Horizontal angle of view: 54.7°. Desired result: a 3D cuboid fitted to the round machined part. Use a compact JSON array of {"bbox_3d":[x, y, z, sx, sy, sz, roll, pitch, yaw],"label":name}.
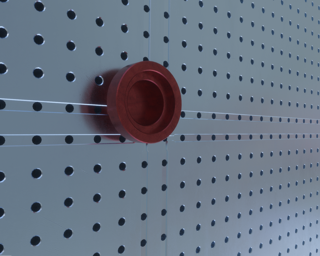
[{"bbox_3d":[-0.023,-0.031,0.381,0.099,0.042,0.097,0,90,-40],"label":"round machined part"}]
